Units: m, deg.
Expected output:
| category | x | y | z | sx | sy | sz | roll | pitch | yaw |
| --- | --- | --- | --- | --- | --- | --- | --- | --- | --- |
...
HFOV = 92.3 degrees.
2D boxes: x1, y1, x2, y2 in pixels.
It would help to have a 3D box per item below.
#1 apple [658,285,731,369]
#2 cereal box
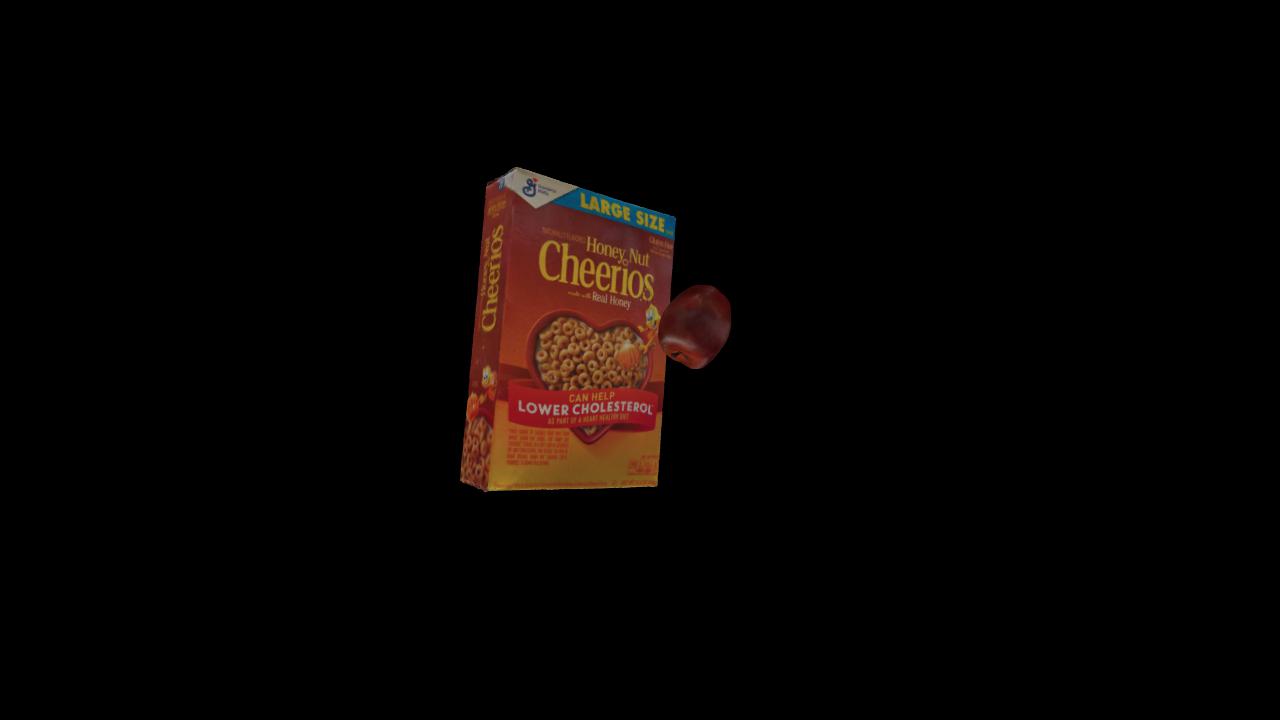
| category | x | y | z | sx | sy | sz | roll | pitch | yaw |
| --- | --- | --- | --- | --- | --- | --- | --- | --- | --- |
| apple | 0.059 | -0.037 | 0.662 | 0.079 | 0.093 | 0.079 | 26 | -24 | 13 |
| cereal box | -0.067 | -0.022 | 0.642 | 0.203 | 0.306 | 0.081 | 8 | -5 | -38 |
